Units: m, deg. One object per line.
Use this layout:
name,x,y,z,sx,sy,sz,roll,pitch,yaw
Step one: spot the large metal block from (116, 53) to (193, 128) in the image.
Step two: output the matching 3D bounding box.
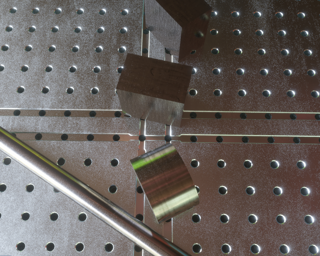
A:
large metal block,-0.006,-0.046,0.399,0.080,0.080,0.050,13,71,4

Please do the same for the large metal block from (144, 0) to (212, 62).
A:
large metal block,0.023,-0.156,0.440,0.050,0.080,0.080,-36,74,-12

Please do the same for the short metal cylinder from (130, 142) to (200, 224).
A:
short metal cylinder,0.004,0.063,0.360,0.050,0.080,0.080,-24,72,-9

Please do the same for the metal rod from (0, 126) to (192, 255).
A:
metal rod,-0.097,0.081,0.380,0.301,0.025,0.025,31,73,10
